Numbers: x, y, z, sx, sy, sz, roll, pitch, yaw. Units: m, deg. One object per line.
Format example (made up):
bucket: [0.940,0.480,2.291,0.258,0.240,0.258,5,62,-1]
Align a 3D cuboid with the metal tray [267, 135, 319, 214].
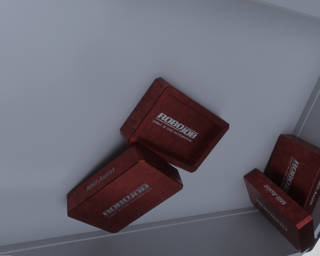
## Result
metal tray: [0.233,0.087,0.539,0.030,0.090,0.129,0,113,-29]

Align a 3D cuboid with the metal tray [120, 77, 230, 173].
metal tray: [0.024,0.001,0.418,0.131,0.030,0.090,28,103,-38]

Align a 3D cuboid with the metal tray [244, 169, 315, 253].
metal tray: [0.206,0.141,0.540,0.030,0.130,0.090,-33,129,-7]

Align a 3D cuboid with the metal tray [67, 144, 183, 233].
metal tray: [-0.046,0.085,0.411,0.130,0.030,0.090,-37,131,16]
